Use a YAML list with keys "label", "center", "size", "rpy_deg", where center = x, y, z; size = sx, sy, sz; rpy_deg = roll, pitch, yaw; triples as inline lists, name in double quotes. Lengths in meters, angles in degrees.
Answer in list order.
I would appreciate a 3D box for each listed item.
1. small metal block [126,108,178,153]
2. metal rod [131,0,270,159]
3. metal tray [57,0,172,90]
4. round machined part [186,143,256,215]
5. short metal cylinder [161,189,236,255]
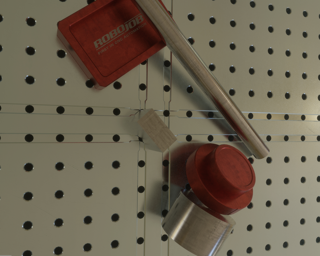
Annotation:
- label: "small metal block"
  center: [-0.011, 0.003, 0.396]
  size: [0.025, 0.050, 0.050]
  rpy_deg: [-43, 104, -15]
- label: "metal rod"
  center: [0.062, -0.063, 0.414]
  size: [0.025, 0.025, 0.300]
  rpy_deg: [-49, 114, -14]
- label: "metal tray"
  center: [-0.049, -0.120, 0.392]
  size: [0.131, 0.030, 0.090]
  rpy_deg: [-38, 103, -16]
- label: "round machined part"
  center: [0.087, 0.061, 0.410]
  size: [0.099, 0.042, 0.098]
  rpy_deg: [22, 43, -23]
- label: "short metal cylinder"
  center: [0.049, 0.122, 0.399]
  size: [0.080, 0.080, 0.050]
  rpy_deg: [29, 92, -18]
